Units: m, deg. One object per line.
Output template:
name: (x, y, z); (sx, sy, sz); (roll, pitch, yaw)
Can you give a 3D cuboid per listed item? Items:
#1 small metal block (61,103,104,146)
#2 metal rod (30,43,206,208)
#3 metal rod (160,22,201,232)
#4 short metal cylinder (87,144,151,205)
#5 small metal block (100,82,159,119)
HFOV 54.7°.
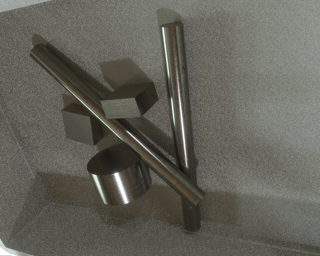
small metal block: (-0.116, -0.006, 0.464); (0.050, 0.025, 0.050); (13, 124, 21)
metal rod: (-0.060, -0.007, 0.415); (0.300, 0.025, 0.025); (42, 129, 6)
metal rod: (0.031, 0.019, 0.402); (0.025, 0.025, 0.298); (6, 121, 25)
short metal cylinder: (-0.057, 0.064, 0.441); (0.080, 0.080, 0.050); (-1, 118, 28)
small metal block: (-0.037, -0.035, 0.389); (0.050, 0.050, 0.025); (-2, 118, 29)
